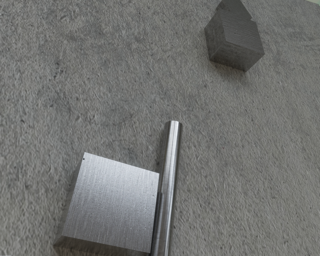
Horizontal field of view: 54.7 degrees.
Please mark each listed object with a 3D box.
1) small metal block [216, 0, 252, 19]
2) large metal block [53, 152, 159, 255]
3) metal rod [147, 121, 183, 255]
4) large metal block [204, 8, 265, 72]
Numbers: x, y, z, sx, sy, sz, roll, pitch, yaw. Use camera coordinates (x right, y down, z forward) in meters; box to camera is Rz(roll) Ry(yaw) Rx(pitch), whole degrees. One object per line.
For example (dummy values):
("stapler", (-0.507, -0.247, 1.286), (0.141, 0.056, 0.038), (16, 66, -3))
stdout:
("small metal block", (0.150, -0.233, 0.626), (0.050, 0.025, 0.050), (-14, 69, -34))
("large metal block", (-0.052, 0.080, 0.311), (0.081, 0.050, 0.080), (19, 54, -17))
("metal rod", (0.000, 0.120, 0.330), (0.025, 0.025, 0.300), (20, 54, -17))
("large metal block", (0.131, -0.156, 0.553), (0.081, 0.050, 0.080), (11, 57, -22))
